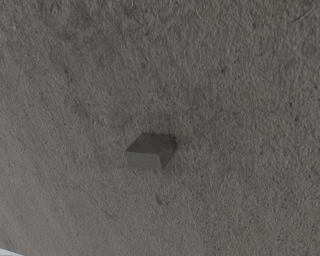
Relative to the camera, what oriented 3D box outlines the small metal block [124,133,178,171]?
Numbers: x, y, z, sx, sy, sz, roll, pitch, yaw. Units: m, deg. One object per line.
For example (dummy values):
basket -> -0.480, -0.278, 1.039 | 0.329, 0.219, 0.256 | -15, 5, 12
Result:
small metal block -> -0.011, 0.030, 0.416 | 0.050, 0.050, 0.025 | 2, 119, 27
